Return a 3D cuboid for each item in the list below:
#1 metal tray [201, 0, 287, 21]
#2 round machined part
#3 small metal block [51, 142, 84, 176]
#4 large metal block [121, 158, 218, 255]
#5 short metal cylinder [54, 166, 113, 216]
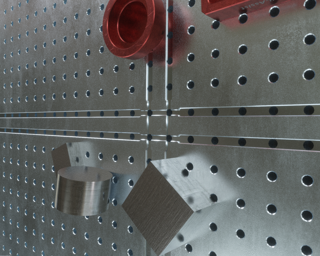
[{"bbox_3d":[0.104,-0.174,0.319,0.130,0.030,0.089,-4,88,40],"label":"metal tray"},{"bbox_3d":[-0.031,-0.142,0.424,0.098,0.042,0.097,0,90,40],"label":"round machined part"},{"bbox_3d":[-0.162,0.057,0.544,0.050,0.025,0.050,-25,74,37],"label":"small metal block"},{"bbox_3d":[0.009,0.095,0.386,0.080,0.050,0.080,46,118,30],"label":"large metal block"},{"bbox_3d":[-0.115,0.093,0.469,0.080,0.081,0.050,13,99,39],"label":"short metal cylinder"}]
